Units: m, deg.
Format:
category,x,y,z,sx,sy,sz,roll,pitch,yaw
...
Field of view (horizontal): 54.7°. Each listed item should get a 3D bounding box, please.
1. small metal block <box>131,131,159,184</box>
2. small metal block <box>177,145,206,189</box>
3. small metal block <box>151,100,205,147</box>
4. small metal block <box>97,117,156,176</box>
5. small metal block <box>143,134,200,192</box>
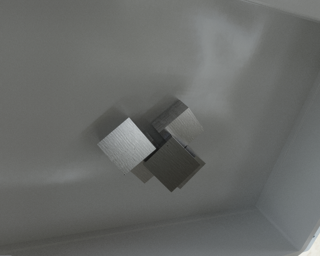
category,x,y,z,sx,sy,sz,roll,pitch,yaw
small metal block,-0.020,0.040,0.422,0.050,0.025,0.050,-41,130,-1
small metal block,0.028,0.048,0.437,0.050,0.050,0.025,-46,130,4
small metal block,0.025,-0.001,0.421,0.050,0.025,0.050,-41,130,-1
small metal block,-0.040,0.022,0.384,0.050,0.025,0.050,-41,91,-1
small metal block,0.014,0.044,0.395,0.050,0.025,0.050,-44,96,2
